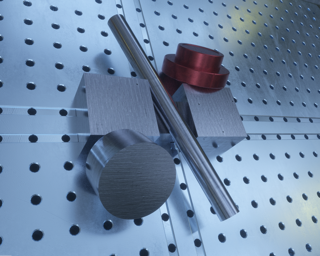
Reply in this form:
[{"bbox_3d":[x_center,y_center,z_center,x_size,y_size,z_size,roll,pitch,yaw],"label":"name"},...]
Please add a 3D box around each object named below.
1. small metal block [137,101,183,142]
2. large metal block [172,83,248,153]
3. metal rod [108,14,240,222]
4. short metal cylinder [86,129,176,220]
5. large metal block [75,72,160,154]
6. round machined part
[{"bbox_3d":[0.000,-0.009,0.414,0.050,0.025,0.050,1,61,-28],"label":"small metal block"},{"bbox_3d":[0.064,-0.013,0.435,0.081,0.050,0.080,1,61,-28],"label":"large metal block"},{"bbox_3d":[0.009,-0.024,0.394,0.025,0.025,0.299,-19,72,-35],"label":"metal rod"},{"bbox_3d":[-0.031,0.046,0.320,0.081,0.050,0.079,-8,108,-25],"label":"short metal cylinder"},{"bbox_3d":[-0.054,-0.015,0.373,0.081,0.050,0.080,2,61,-27],"label":"large metal block"},{"bbox_3d":[0.055,-0.095,0.453,0.099,0.042,0.098,12,23,-5],"label":"round machined part"}]
